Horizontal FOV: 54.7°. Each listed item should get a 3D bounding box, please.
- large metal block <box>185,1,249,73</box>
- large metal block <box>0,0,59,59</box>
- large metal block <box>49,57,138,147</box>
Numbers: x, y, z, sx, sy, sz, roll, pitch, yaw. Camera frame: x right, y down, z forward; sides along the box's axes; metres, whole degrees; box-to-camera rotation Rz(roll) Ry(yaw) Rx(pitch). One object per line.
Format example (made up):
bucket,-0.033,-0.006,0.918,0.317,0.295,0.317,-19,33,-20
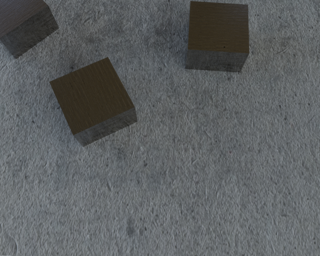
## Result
large metal block,0.080,-0.129,0.442,0.080,0.050,0.080,4,70,1
large metal block,-0.212,-0.163,0.453,0.080,0.050,0.080,-43,76,-14
large metal block,-0.085,-0.033,0.406,0.080,0.050,0.080,-26,72,-9
